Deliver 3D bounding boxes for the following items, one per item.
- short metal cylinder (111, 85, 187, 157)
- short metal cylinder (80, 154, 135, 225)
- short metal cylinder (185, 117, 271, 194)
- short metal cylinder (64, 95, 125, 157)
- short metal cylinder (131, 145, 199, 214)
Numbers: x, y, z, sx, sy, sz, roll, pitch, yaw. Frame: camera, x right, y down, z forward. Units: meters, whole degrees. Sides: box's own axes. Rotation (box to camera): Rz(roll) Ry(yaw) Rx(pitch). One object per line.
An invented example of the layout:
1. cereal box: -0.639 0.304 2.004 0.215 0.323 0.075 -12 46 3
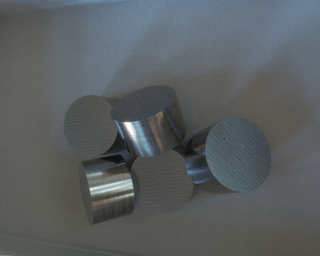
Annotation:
1. short metal cylinder: -0.013 -0.010 0.375 0.080 0.080 0.050 -8 123 19
2. short metal cylinder: -0.070 0.077 0.396 0.050 0.080 0.080 -9 86 -23
3. short metal cylinder: 0.075 0.033 0.347 0.081 0.050 0.080 5 74 -19
4. short metal cylinder: -0.081 -0.003 0.422 0.080 0.050 0.079 0 90 19
5. short metal cylinder: 0.009 0.062 0.392 0.080 0.050 0.079 0 90 19
